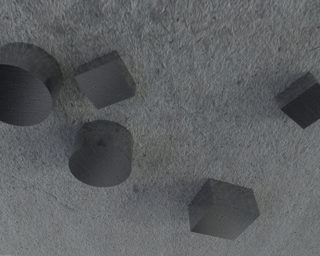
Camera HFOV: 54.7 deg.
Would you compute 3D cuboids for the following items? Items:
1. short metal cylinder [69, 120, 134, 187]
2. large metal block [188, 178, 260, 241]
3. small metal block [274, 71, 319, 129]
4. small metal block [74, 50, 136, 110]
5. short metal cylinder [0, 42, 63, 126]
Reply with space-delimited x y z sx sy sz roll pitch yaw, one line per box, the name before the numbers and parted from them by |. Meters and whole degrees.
short metal cylinder | -0.078 0.035 0.420 0.081 0.050 0.079 0 130 0
large metal block | 0.101 0.135 0.507 0.081 0.050 0.079 17 128 -14
small metal block | 0.181 -0.033 0.382 0.050 0.025 0.050 33 122 -25
small metal block | -0.062 -0.055 0.360 0.050 0.025 0.050 -19 128 15
short metal cylinder | -0.156 -0.048 0.347 0.081 0.050 0.079 0 130 0
